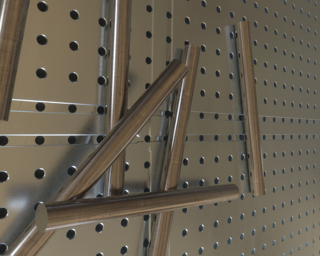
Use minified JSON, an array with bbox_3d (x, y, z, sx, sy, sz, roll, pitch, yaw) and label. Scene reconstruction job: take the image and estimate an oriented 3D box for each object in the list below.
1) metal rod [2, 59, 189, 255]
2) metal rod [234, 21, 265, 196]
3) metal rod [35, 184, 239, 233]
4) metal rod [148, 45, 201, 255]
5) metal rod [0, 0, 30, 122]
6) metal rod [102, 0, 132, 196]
[{"bbox_3d":[-0.065,0.037,0.328,0.301,0.025,0.025,-51,121,-18],"label":"metal rod"},{"bbox_3d":[0.157,-0.030,0.538,0.025,0.025,0.298,-12,98,-39],"label":"metal rod"},{"bbox_3d":[0.005,0.088,0.374,0.302,0.025,0.025,6,87,-44],"label":"metal rod"},{"bbox_3d":[0.020,0.031,0.424,0.025,0.025,0.299,17,80,-39],"label":"metal rod"},{"bbox_3d":[-0.133,-0.155,0.296,0.025,0.025,0.299,12,82,-39],"label":"metal rod"},{"bbox_3d":[-0.050,-0.045,0.365,0.025,0.025,0.298,4,88,-40],"label":"metal rod"}]
